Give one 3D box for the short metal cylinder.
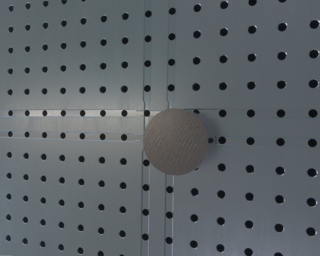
[{"bbox_3d":[0.026,0.016,0.391,0.080,0.050,0.080,0,90,20],"label":"short metal cylinder"}]
